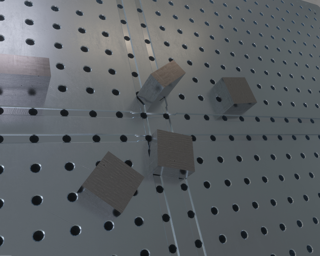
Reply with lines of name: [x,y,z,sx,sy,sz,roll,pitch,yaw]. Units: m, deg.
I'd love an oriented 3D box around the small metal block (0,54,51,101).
small metal block: [-0.152,-0.054,0.343,0.050,0.050,0.025,-1,62,-29]

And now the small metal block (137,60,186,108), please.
small metal block: [0.001,-0.061,0.429,0.025,0.050,0.050,47,51,4]

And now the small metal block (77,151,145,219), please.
small metal block: [-0.053,0.062,0.341,0.050,0.025,0.050,37,51,-4]

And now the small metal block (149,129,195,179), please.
small metal block: [0.015,0.033,0.395,0.050,0.025,0.050,12,57,-22]

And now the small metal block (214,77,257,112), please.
small metal block: [0.123,-0.055,0.507,0.050,0.025,0.050,-5,65,-31]
